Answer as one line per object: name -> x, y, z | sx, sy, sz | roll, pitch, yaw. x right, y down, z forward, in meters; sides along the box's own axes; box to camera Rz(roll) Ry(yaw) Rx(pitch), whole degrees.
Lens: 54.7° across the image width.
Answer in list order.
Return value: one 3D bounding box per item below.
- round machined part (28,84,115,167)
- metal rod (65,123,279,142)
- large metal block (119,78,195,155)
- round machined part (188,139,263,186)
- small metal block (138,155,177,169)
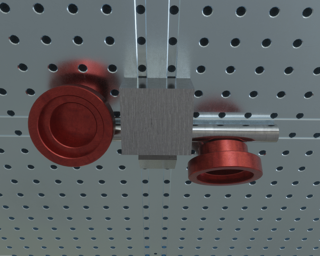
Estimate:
round machined part -> -0.103, -0.005, 0.378 | 0.099, 0.042, 0.097 | 0, 104, -1
metal rod -> 0.006, 0.006, 0.418 | 0.302, 0.025, 0.025 | 0, 130, -1
large metal block -> -0.004, -0.015, 0.368 | 0.081, 0.050, 0.079 | 0, 112, -1
round machined part -> 0.087, 0.047, 0.425 | 0.099, 0.042, 0.098 | 0, 156, 0
small metal block -> -0.003, 0.039, 0.432 | 0.050, 0.025, 0.050 | 0, 159, -1
